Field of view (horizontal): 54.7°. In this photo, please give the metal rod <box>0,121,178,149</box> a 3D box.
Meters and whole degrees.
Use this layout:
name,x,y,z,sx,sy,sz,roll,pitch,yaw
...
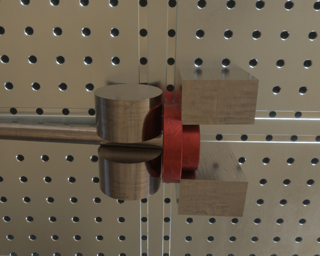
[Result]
name,x,y,z,sx,sy,sz,roll,pitch,yaw
metal rod,-0.121,0.007,0.402,0.302,0.025,0.025,3,110,3

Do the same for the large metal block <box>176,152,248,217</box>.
name,x,y,z,sx,sy,sz,roll,pitch,yaw
large metal block,0.063,0.071,0.412,0.081,0.080,0.050,3,110,-1

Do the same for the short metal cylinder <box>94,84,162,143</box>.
name,x,y,z,sx,sy,sz,roll,pitch,yaw
short metal cylinder,-0.038,-0.020,0.376,0.081,0.080,0.050,1,111,-1

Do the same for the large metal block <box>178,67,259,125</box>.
name,x,y,z,sx,sy,sz,roll,pitch,yaw
large metal block,0.064,-0.041,0.370,0.081,0.080,0.050,0,110,0

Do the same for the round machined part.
name,x,y,z,sx,sy,sz,roll,pitch,yaw
round machined part,0.024,0.018,0.381,0.042,0.098,0.097,1,110,0

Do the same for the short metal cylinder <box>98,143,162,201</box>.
name,x,y,z,sx,sy,sz,roll,pitch,yaw
short metal cylinder,-0.038,0.050,0.401,0.081,0.080,0.050,1,111,-1
